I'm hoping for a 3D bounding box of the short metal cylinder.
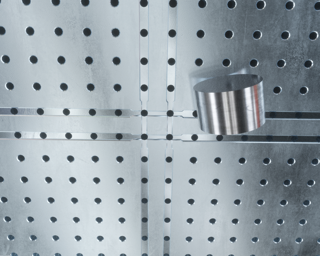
[{"bbox_3d":[0.084,-0.030,0.373,0.080,0.080,0.050,-10,110,3],"label":"short metal cylinder"}]
